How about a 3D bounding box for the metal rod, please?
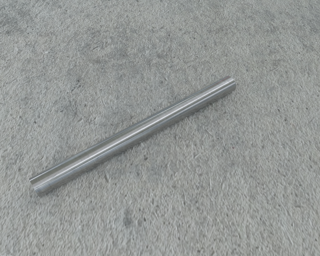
[{"bbox_3d":[-0.018,0.001,0.405,0.302,0.025,0.025,-29,56,-22],"label":"metal rod"}]
